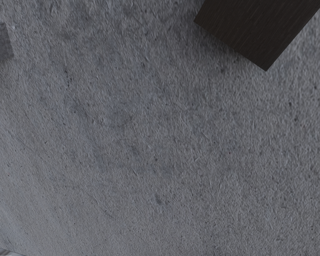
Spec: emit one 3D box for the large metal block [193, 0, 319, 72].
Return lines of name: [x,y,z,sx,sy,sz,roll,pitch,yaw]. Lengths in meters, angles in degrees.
large metal block: [0.090,-0.112,0.274,0.080,0.050,0.079,36,129,4]

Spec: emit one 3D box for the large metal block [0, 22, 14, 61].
large metal block: [-0.276,-0.121,0.442,0.080,0.080,0.050,14,124,20]
